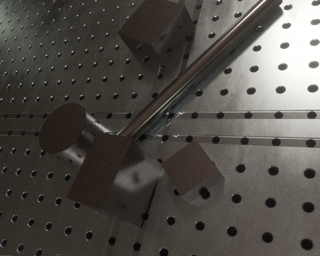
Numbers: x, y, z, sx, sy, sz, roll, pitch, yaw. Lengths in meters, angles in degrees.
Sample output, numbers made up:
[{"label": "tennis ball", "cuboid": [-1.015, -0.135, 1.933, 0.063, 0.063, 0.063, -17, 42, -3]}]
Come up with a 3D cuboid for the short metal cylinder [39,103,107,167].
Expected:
[{"label": "short metal cylinder", "cuboid": [-0.125, 0.011, 0.449, 0.080, 0.050, 0.080, -13, 57, 21]}]

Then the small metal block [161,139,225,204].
[{"label": "small metal block", "cuboid": [0.037, 0.049, 0.357, 0.050, 0.025, 0.050, -36, 51, 3]}]

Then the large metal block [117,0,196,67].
[{"label": "large metal block", "cuboid": [-0.005, -0.153, 0.487, 0.080, 0.050, 0.080, 30, 78, 37]}]

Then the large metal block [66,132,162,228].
[{"label": "large metal block", "cuboid": [-0.048, 0.061, 0.359, 0.050, 0.080, 0.080, 8, 66, 31]}]

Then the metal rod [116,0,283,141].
[{"label": "metal rod", "cuboid": [0.053, -0.081, 0.428, 0.300, 0.025, 0.025, -43, 51, -2]}]
